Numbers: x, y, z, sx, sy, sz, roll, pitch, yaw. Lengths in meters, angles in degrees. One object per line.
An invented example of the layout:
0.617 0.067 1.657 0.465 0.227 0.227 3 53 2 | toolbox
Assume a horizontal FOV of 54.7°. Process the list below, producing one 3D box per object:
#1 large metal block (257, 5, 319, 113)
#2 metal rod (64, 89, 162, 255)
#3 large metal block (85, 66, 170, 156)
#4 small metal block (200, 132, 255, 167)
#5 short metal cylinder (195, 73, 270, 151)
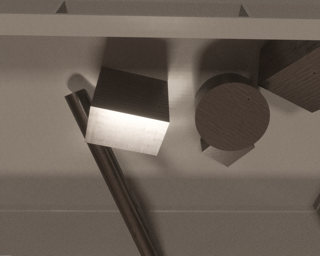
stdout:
0.161 -0.066 0.319 0.080 0.050 0.080 22 153 -18 | large metal block
-0.048 0.091 0.407 0.025 0.025 0.299 -19 104 15 | metal rod
-0.036 -0.021 0.355 0.081 0.080 0.050 12 129 -10 | large metal block
0.093 0.022 0.429 0.050 0.025 0.050 31 123 -24 | small metal block
0.081 -0.020 0.361 0.080 0.050 0.079 2 112 5 | short metal cylinder
